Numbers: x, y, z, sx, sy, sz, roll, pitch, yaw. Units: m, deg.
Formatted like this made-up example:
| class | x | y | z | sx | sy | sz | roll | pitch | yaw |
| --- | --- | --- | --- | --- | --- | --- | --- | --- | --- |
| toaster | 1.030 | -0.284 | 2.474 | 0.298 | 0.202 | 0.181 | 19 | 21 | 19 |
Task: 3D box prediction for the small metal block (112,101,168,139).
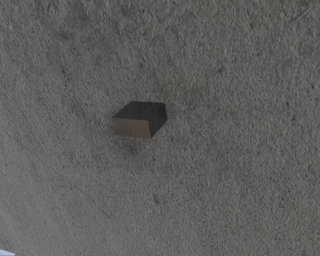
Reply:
| class | x | y | z | sx | sy | sz | roll | pitch | yaw |
| --- | --- | --- | --- | --- | --- | --- | --- | --- | --- |
| small metal block | -0.025 | -0.012 | 0.396 | 0.050 | 0.050 | 0.025 | 5 | 121 | 25 |
